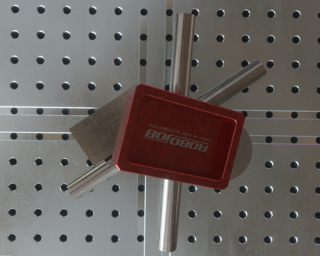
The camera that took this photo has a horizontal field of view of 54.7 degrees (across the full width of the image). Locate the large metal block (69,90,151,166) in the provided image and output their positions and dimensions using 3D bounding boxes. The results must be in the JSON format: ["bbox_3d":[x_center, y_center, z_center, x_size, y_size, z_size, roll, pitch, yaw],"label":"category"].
[{"bbox_3d":[-0.054,0.000,0.385,0.080,0.080,0.050,-34,90,0],"label":"large metal block"}]

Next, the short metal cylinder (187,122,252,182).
[{"bbox_3d":[0.072,0.026,0.401,0.081,0.050,0.079,0,90,-1],"label":"short metal cylinder"}]

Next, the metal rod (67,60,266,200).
[{"bbox_3d":[0.009,0.002,0.414,0.301,0.025,0.025,-34,90,-1],"label":"metal rod"}]

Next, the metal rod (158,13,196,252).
[{"bbox_3d":[0.020,0.013,0.391,0.025,0.025,0.298,4,99,-1],"label":"metal rod"}]

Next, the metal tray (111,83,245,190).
[{"bbox_3d":[0.022,0.012,0.341,0.131,0.030,0.089,14,90,-19],"label":"metal tray"}]
